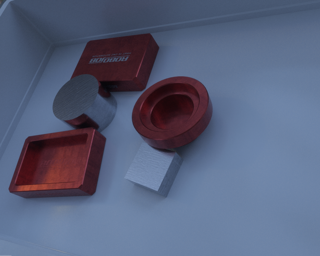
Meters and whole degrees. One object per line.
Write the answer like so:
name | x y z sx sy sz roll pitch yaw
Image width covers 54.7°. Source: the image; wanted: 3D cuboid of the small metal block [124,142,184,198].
small metal block | -0.007 0.050 0.378 0.050 0.025 0.050 15 69 33

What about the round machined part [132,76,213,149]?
round machined part | 0.018 -0.015 0.389 0.098 0.042 0.098 -13 51 16

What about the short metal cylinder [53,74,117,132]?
short metal cylinder | -0.112 -0.034 0.468 0.080 0.050 0.080 -13 56 20

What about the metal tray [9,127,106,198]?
metal tray | -0.147 0.051 0.445 0.130 0.030 0.090 -8 58 23

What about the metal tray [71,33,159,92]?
metal tray | -0.074 -0.104 0.504 0.130 0.030 0.090 3 63 29
